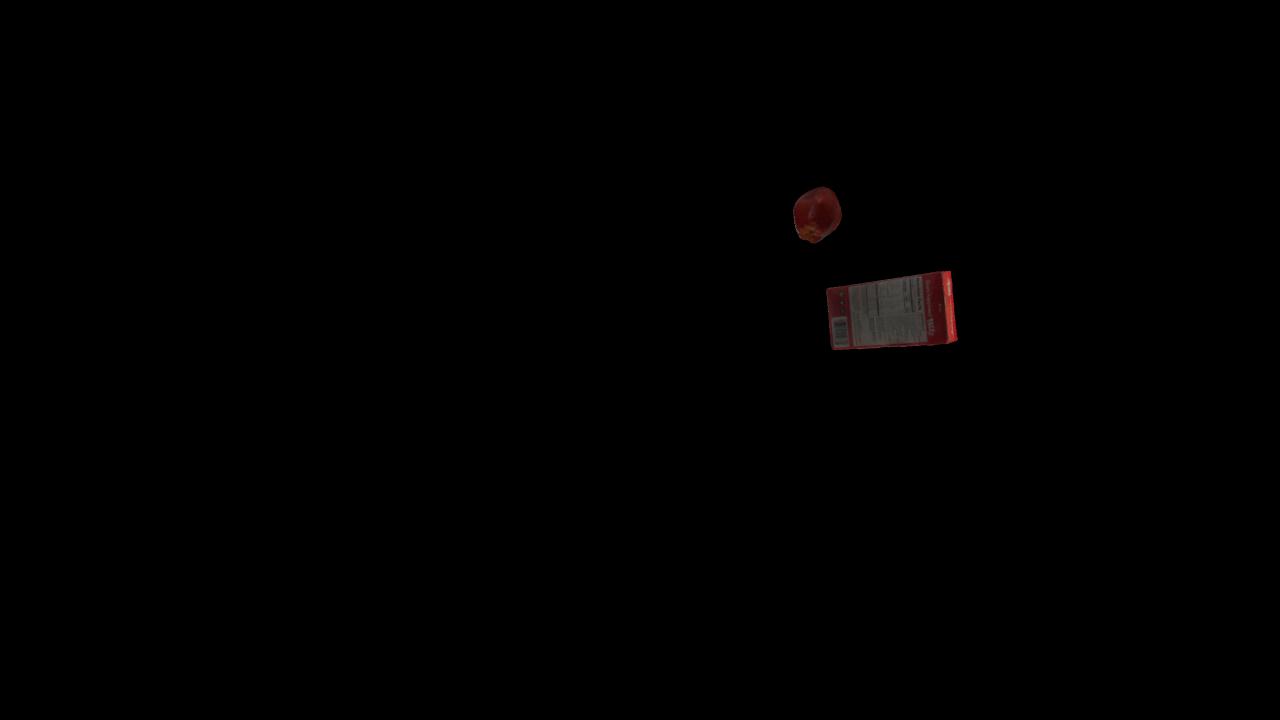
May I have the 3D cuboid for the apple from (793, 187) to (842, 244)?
[{"bbox_3d":[0.287,-0.236,0.998,0.079,0.093,0.079,22,-31,14],"label":"apple"}]

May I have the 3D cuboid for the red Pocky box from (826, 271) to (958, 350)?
[{"bbox_3d":[0.300,-0.056,0.744,0.028,0.083,0.155,-6,2,-36],"label":"red Pocky box"}]
